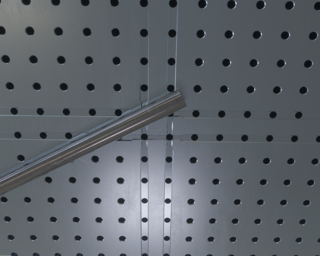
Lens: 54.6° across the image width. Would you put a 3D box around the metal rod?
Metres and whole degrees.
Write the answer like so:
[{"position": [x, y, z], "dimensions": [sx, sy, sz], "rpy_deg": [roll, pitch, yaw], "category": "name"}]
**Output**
[{"position": [-0.105, 0.025, 0.421], "dimensions": [0.301, 0.025, 0.025], "rpy_deg": [-25, 108, 9], "category": "metal rod"}]
